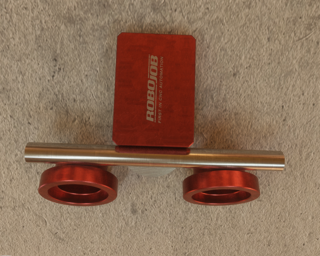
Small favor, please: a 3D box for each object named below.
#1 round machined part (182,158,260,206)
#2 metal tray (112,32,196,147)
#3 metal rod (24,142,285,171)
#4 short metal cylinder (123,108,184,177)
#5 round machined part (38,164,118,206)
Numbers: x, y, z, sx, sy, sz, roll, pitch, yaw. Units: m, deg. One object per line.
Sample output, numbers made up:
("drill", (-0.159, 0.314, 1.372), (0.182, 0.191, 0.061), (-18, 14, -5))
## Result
("round machined part", (0.079, 0.071, 0.411), (0.099, 0.042, 0.098), (0, 153, 0))
("metal tray", (-0.006, -0.043, 0.364), (0.091, 0.030, 0.129), (2, 84, -2))
("metal rod", (-0.005, 0.035, 0.371), (0.302, 0.025, 0.025), (2, 110, -2))
("short metal cylinder", (-0.009, 0.016, 0.404), (0.081, 0.050, 0.079), (0, 110, -1))
("round machined part", (-0.105, 0.068, 0.408), (0.099, 0.042, 0.098), (-1, 149, 0))
